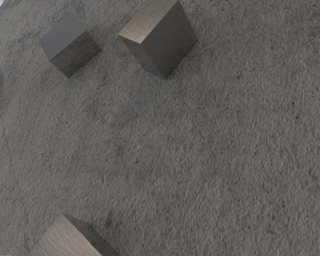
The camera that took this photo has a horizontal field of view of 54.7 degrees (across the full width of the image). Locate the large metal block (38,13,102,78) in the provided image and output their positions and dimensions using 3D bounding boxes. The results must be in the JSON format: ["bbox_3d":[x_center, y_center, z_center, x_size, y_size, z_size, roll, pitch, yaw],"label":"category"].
[{"bbox_3d":[-0.165,-0.152,0.568,0.080,0.050,0.080,-39,51,2],"label":"large metal block"}]

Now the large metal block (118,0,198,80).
[{"bbox_3d":[0.000,-0.131,0.449,0.050,0.080,0.080,32,80,38],"label":"large metal block"}]

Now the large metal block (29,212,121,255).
[{"bbox_3d":[-0.098,0.156,0.344,0.080,0.050,0.080,28,77,37],"label":"large metal block"}]
